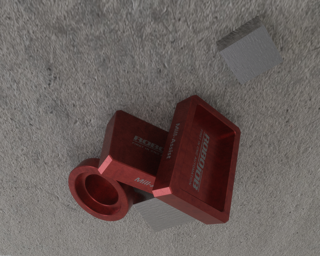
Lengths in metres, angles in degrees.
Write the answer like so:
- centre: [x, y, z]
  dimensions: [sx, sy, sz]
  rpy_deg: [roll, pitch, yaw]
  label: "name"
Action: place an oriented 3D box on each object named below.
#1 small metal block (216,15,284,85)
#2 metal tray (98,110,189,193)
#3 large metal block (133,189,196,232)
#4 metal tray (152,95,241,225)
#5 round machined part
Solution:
- centre: [0.097, -0.083, 0.337]
  dimensions: [0.050, 0.025, 0.050]
  rpy_deg: [-29, 125, 22]
  label: "small metal block"
- centre: [-0.008, 0.039, 0.396]
  dimensions: [0.131, 0.090, 0.030]
  rpy_deg: [25, 126, -20]
  label: "metal tray"
- centre: [0.012, 0.109, 0.480]
  dimensions: [0.080, 0.050, 0.080]
  rpy_deg: [-20, 128, 10]
  label: "large metal block"
- centre: [0.049, 0.036, 0.368]
  dimensions: [0.090, 0.130, 0.030]
  rpy_deg: [34, 144, -25]
  label: "metal tray"
- centre: [-0.080, 0.084, 0.451]
  dimensions: [0.098, 0.042, 0.097]
  rpy_deg: [12, 122, 20]
  label: "round machined part"
